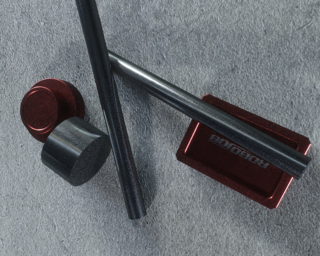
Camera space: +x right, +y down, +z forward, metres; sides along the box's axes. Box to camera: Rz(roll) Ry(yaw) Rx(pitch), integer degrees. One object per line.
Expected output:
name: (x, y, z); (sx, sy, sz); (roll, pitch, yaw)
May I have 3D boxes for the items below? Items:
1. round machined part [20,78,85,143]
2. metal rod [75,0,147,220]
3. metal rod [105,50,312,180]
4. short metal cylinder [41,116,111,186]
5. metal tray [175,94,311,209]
round machined part: (-0.165, -0.025, 0.458); (0.098, 0.042, 0.097); (0, 90, 20)
metal rod: (-0.064, -0.026, 0.409); (0.025, 0.025, 0.298); (-12, 94, 19)
metal rod: (0.028, -0.031, 0.369); (0.300, 0.025, 0.025); (33, 101, 28)
short metal cylinder: (-0.111, 0.031, 0.419); (0.050, 0.080, 0.080); (32, 100, 17)
metal tray: (0.096, 0.025, 0.372); (0.130, 0.030, 0.090); (27, 99, 17)
